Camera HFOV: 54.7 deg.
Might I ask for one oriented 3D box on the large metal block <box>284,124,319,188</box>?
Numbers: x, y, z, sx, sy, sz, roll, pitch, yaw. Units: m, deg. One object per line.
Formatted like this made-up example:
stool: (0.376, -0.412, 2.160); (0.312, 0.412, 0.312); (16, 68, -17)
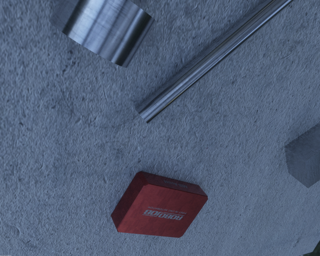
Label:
large metal block: (0.287, 0.052, 0.580); (0.080, 0.050, 0.080); (-32, 129, -8)

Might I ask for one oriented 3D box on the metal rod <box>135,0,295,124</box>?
metal rod: (0.092, -0.111, 0.388); (0.300, 0.025, 0.025); (-40, 130, -1)

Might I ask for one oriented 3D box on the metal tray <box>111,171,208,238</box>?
metal tray: (0.002, 0.123, 0.481); (0.131, 0.030, 0.090); (20, 108, -36)

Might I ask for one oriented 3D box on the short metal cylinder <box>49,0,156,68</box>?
short metal cylinder: (-0.051, -0.098, 0.282); (0.080, 0.080, 0.050); (24, 105, -37)
